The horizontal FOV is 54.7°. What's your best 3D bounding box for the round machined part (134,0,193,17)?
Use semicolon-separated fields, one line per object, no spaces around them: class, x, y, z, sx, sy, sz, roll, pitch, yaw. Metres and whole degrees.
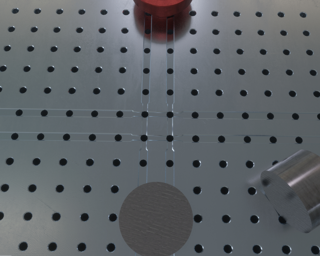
round machined part;0.004;-0.213;0.480;0.099;0.042;0.098;0;70;0

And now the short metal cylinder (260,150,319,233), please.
short metal cylinder;0.163;0.072;0.357;0.050;0.080;0.080;-29;73;-10

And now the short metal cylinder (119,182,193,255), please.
short metal cylinder;-0.004;0.107;0.359;0.081;0.050;0.080;0;70;0
